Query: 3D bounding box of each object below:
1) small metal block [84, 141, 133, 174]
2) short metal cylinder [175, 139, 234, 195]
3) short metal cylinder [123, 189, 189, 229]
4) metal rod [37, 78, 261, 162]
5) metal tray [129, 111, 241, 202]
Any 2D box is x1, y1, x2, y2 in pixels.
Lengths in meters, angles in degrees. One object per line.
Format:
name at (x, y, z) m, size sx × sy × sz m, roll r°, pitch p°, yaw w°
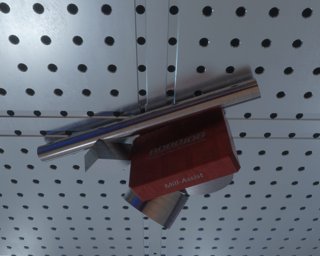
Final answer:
small metal block at (-0.071, 0.042, 0.425) m, size 0.050 × 0.025 × 0.050 m, roll 7°, pitch 149°, yaw -31°
short metal cylinder at (0.056, 0.051, 0.427) m, size 0.081 × 0.050 × 0.080 m, roll -3°, pitch 139°, yaw -3°
short metal cylinder at (-0.006, 0.101, 0.448) m, size 0.080 × 0.080 × 0.050 m, roll 39°, pitch 78°, yaw -29°
metal rod at (-0.024, -0.006, 0.402) m, size 0.301 × 0.025 × 0.025 m, roll -17°, pitch 128°, yaw 13°
metal tray at (0.027, 0.032, 0.392) m, size 0.130 × 0.090 × 0.030 m, roll -21°, pitch 127°, yaw 16°
